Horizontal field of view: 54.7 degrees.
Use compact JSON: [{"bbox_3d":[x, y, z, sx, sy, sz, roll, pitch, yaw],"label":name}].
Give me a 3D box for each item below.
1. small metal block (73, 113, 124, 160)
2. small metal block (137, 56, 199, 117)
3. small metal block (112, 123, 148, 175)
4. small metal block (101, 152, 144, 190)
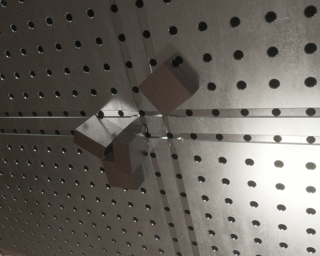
[{"bbox_3d":[-0.088,0.011,0.446,0.050,0.050,0.025,30,128,9],"label":"small metal block"},{"bbox_3d":[0.010,-0.049,0.375,0.050,0.025,0.050,48,128,-7],"label":"small metal block"},{"bbox_3d":[-0.040,0.028,0.432,0.025,0.050,0.050,11,123,22],"label":"small metal block"},{"bbox_3d":[-0.057,0.066,0.480,0.050,0.025,0.050,2,120,26],"label":"small metal block"}]
